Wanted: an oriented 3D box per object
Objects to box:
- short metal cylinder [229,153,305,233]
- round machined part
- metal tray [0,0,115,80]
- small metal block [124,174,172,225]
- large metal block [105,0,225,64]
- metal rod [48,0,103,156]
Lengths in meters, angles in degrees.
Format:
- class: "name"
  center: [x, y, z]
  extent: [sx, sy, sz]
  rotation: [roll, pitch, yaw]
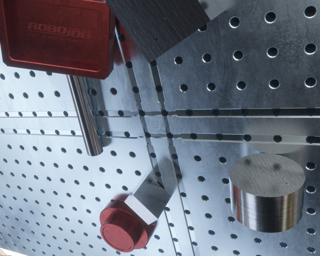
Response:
- class: "short metal cylinder"
  center: [0.121, 0.072, 0.356]
  extent: [0.080, 0.080, 0.050]
  rotation: [4, 120, 25]
- class: "round machined part"
  center: [-0.065, 0.178, 0.543]
  extent: [0.098, 0.042, 0.097]
  rotation: [13, 124, 20]
- class: "metal tray"
  center: [-0.122, -0.113, 0.370]
  extent: [0.131, 0.030, 0.089]
  rotation: [8, 120, 1]
- class: "small metal block"
  center: [-0.017, 0.108, 0.469]
  extent: [0.050, 0.050, 0.025]
  rotation: [45, 129, -3]
- class: "large metal block"
  center: [0.004, -0.126, 0.314]
  extent: [0.080, 0.050, 0.080]
  rotation: [-27, 104, 37]
- class: "metal rod"
  center: [-0.118, -0.092, 0.414]
  extent: [0.025, 0.025, 0.298]
  rotation: [7, 122, 24]
